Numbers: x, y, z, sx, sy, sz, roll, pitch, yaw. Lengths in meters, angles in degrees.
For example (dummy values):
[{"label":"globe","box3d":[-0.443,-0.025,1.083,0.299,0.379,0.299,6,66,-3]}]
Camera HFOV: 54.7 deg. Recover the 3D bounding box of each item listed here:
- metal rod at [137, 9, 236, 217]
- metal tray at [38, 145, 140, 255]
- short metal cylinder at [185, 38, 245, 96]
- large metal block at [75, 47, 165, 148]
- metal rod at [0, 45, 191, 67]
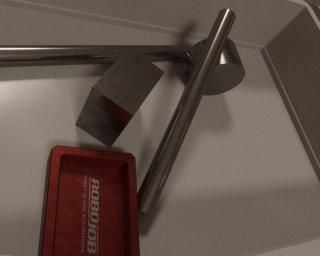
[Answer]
[{"label":"metal rod","box3d":[0.038,-0.035,0.394,0.025,0.025,0.300,29,69,-11]},{"label":"metal tray","box3d":[-0.070,0.086,0.313,0.091,0.030,0.130,9,58,-24]},{"label":"short metal cylinder","box3d":[0.083,-0.093,0.474,0.081,0.080,0.050,4,60,-27]},{"label":"large metal block","box3d":[-0.048,-0.035,0.367,0.050,0.080,0.080,35,51,-5]},{"label":"metal rod","box3d":[-0.079,-0.101,0.425,0.303,0.025,0.025,-10,67,-33]}]
